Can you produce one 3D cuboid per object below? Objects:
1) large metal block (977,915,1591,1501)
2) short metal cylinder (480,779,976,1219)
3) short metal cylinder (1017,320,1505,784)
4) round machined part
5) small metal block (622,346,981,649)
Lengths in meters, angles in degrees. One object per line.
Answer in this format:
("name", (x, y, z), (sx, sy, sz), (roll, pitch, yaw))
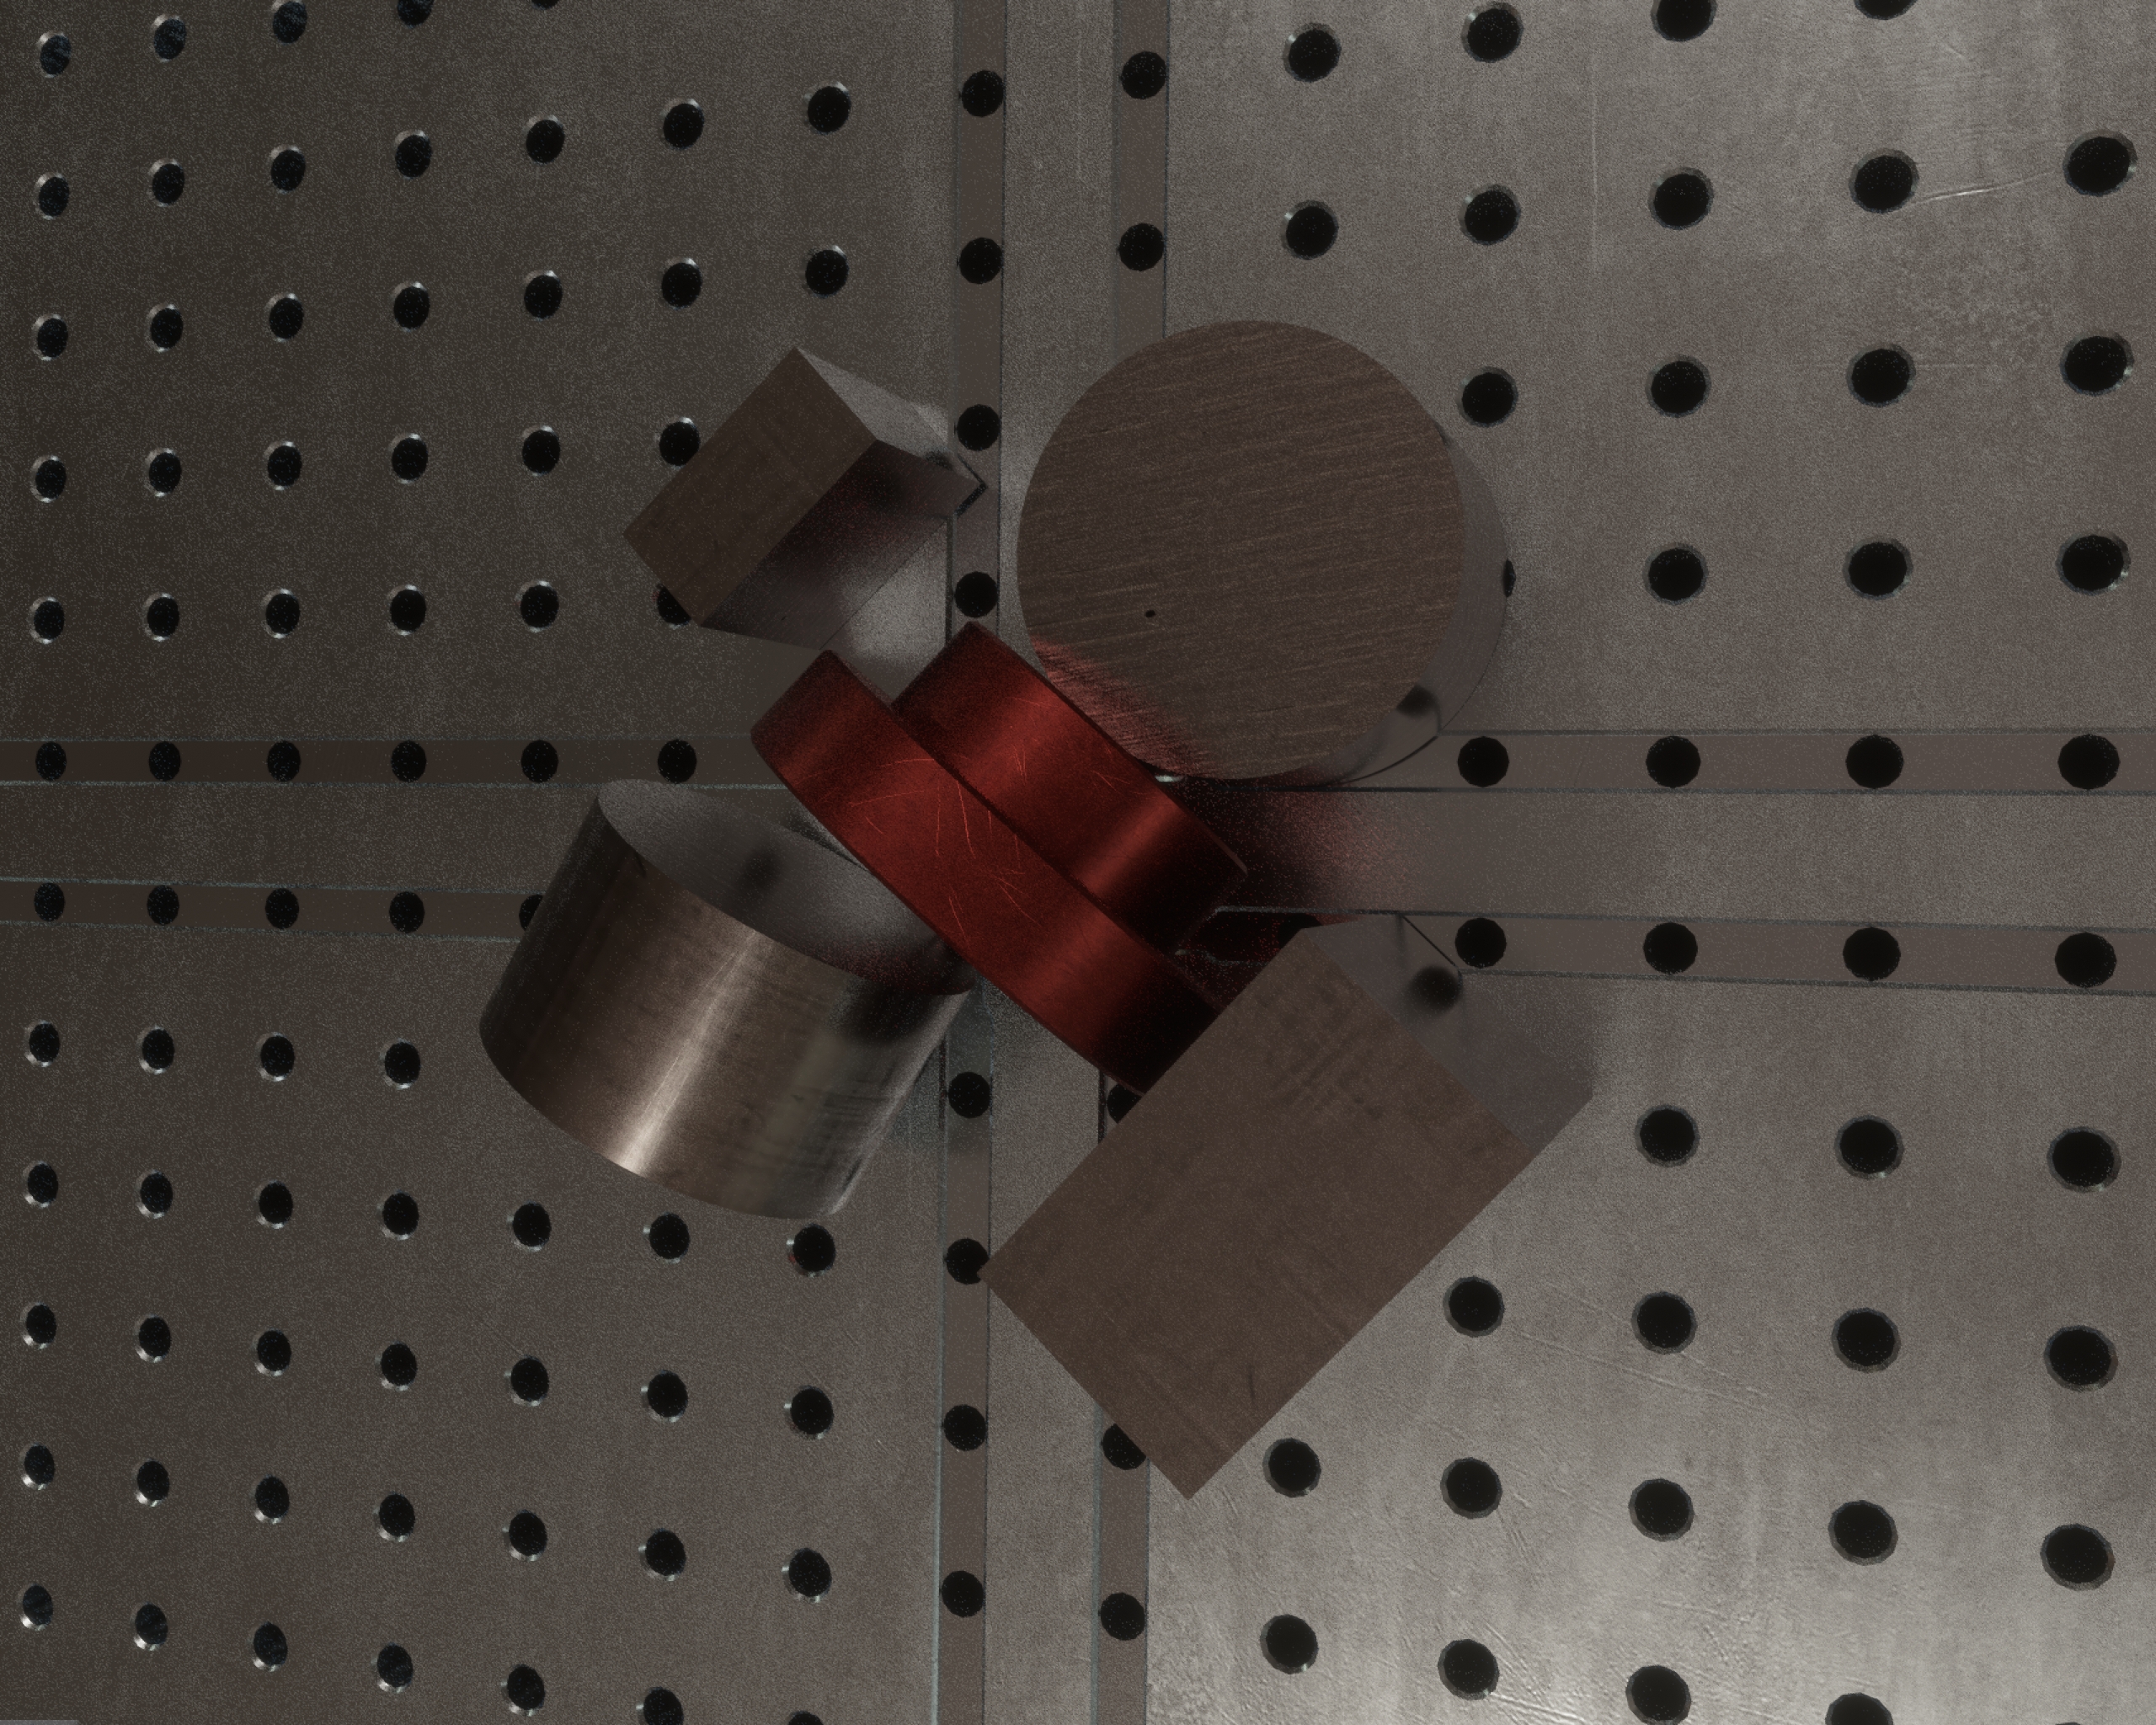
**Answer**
("large metal block", (0.040, 0.056, 0.369), (0.050, 0.080, 0.080), (45, 104, 14))
("short metal cylinder", (-0.067, 0.025, 0.405), (0.080, 0.080, 0.050), (33, 101, 16))
("short metal cylinder", (0.035, -0.054, 0.386), (0.080, 0.050, 0.079), (0, 90, 19))
("round machined part", (-0.008, -0.006, 0.376), (0.098, 0.098, 0.042), (43, 91, 14))
("small metal block", (-0.054, -0.071, 0.417), (0.050, 0.050, 0.025), (-44, 77, 14))
